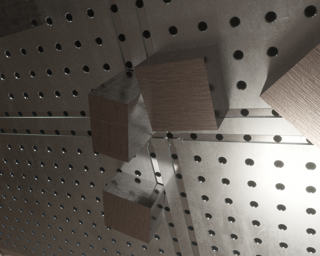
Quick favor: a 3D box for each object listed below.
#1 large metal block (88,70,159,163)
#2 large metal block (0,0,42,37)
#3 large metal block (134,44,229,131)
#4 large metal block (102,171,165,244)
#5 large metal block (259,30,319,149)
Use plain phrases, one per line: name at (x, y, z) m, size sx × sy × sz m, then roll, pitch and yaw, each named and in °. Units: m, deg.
large metal block at (-0.042, -0.017, 0.385) m, size 0.050 × 0.080 × 0.079 m, roll 16°, pitch 125°, yaw 19°
large metal block at (-0.218, -0.146, 0.397) m, size 0.080 × 0.080 × 0.050 m, roll 4°, pitch 120°, yaw 26°
large metal block at (0.027, -0.044, 0.353) m, size 0.080 × 0.050 × 0.080 m, roll -2°, pitch 118°, yaw 28°
large metal block at (-0.041, 0.125, 0.493) m, size 0.080 × 0.050 × 0.079 m, roll 16°, pitch 125°, yaw 18°
large metal block at (0.156, -0.038, 0.289) m, size 0.080 × 0.050 × 0.080 m, roll 41°, pitch 129°, yaw -1°
